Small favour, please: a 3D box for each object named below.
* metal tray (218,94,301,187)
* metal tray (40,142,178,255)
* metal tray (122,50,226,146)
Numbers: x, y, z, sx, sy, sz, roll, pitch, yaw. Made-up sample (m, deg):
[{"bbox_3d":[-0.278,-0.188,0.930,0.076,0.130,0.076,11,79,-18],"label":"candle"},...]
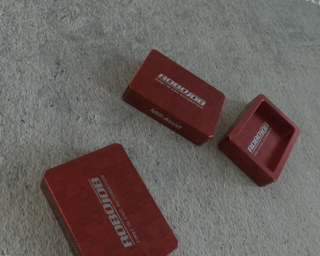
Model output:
[{"bbox_3d":[0.155,0.015,0.474,0.090,0.030,0.131,44,51,2],"label":"metal tray"},{"bbox_3d":[-0.052,0.088,0.318,0.091,0.030,0.130,-22,74,-36],"label":"metal tray"},{"bbox_3d":[0.023,-0.044,0.440,0.130,0.030,0.090,31,52,-8],"label":"metal tray"}]
